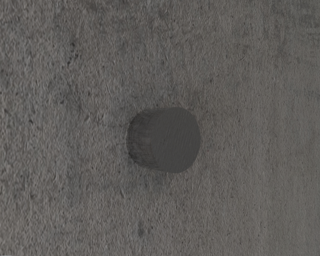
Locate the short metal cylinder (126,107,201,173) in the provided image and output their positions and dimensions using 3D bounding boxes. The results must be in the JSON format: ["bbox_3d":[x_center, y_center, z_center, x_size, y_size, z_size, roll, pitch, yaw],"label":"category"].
[{"bbox_3d":[0.005,0.014,0.392,0.081,0.050,0.080,0,90,-40],"label":"short metal cylinder"}]
